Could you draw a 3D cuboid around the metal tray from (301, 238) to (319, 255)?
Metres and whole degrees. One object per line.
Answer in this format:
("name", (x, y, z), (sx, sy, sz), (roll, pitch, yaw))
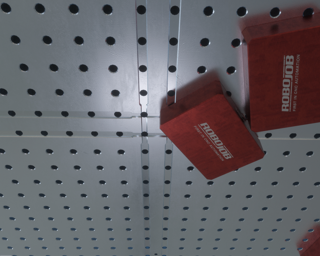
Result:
("metal tray", (0.373, 0.265, 0.637), (0.131, 0.030, 0.089), (9, 130, -8))

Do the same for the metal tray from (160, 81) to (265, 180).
("metal tray", (0.071, 0.009, 0.417), (0.090, 0.030, 0.130), (-28, 125, 22))

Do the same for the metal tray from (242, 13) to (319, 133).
("metal tray", (0.147, -0.058, 0.360), (0.090, 0.030, 0.129), (-10, 130, 8))
